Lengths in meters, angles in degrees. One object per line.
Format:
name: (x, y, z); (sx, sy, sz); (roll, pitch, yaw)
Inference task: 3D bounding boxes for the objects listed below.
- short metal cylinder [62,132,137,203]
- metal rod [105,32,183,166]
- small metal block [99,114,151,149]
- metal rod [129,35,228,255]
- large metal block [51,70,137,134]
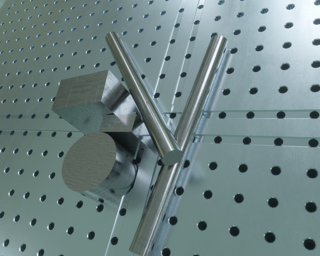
short metal cylinder: (-0.078, 0.052, 0.402); (0.080, 0.050, 0.080); (-13, 57, 21)
metal rod: (-0.035, -0.063, 0.448); (0.025, 0.025, 0.300); (-33, 46, 6)
small metal block: (-0.044, 0.005, 0.412); (0.050, 0.050, 0.025); (0, 62, 28)
metal rod: (0.031, 0.007, 0.387); (0.025, 0.025, 0.300); (9, 66, 32)
large metal block: (-0.089, -0.031, 0.439); (0.080, 0.080, 0.050); (-7, 59, 25)
